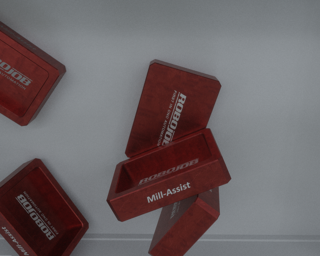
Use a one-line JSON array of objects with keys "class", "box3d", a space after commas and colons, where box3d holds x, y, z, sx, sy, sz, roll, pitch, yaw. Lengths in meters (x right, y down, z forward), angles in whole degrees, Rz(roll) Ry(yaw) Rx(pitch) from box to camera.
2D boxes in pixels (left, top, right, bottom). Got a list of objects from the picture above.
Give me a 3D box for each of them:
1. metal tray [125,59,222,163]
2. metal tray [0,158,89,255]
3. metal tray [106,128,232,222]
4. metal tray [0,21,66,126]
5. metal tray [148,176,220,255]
[{"class": "metal tray", "box3d": [0.014, -0.014, 0.403, 0.091, 0.030, 0.129, 15, 109, -6]}, {"class": "metal tray", "box3d": [-0.161, 0.117, 0.413, 0.030, 0.090, 0.130, -22, 108, 29]}, {"class": "metal tray", "box3d": [0.009, 0.051, 0.362, 0.130, 0.090, 0.030, -22, 109, 8]}, {"class": "metal tray", "box3d": [-0.196, -0.074, 0.379, 0.130, 0.030, 0.090, 35, 106, -12]}, {"class": "metal tray", "box3d": [0.034, 0.100, 0.390, 0.030, 0.130, 0.090, 37, 106, -1]}]
